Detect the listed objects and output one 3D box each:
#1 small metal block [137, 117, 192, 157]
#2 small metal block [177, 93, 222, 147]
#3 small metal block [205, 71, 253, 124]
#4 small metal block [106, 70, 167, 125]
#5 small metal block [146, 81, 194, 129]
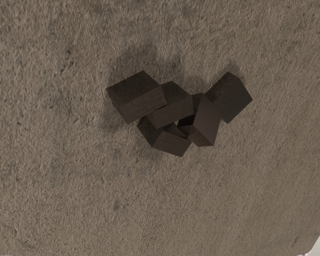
[{"bbox_3d":[0.005,0.008,0.400,0.050,0.050,0.025,22,108,-37],"label":"small metal block"},{"bbox_3d":[0.053,-0.010,0.407,0.050,0.025,0.050,42,55,-35],"label":"small metal block"},{"bbox_3d":[0.095,-0.042,0.435,0.050,0.025,0.050,-45,130,2],"label":"small metal block"},{"bbox_3d":[-0.028,-0.036,0.354,0.050,0.050,0.025,-29,128,-11],"label":"small metal block"},{"bbox_3d":[0.006,-0.030,0.377,0.050,0.050,0.025,-22,127,-15],"label":"small metal block"}]
